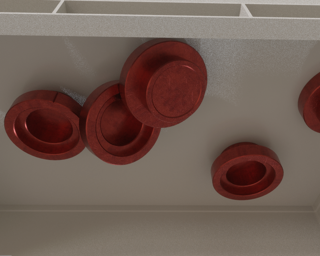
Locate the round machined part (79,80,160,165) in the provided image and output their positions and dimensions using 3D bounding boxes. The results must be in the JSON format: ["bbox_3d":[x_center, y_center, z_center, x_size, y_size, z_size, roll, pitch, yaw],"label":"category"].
[{"bbox_3d":[-0.049,-0.009,0.368,0.099,0.042,0.097,-11,109,-34],"label":"round machined part"}]

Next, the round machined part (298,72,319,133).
[{"bbox_3d":[0.226,-0.028,0.378,0.099,0.042,0.097,0,130,0],"label":"round machined part"}]

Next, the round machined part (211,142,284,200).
[{"bbox_3d":[0.123,0.059,0.450,0.099,0.042,0.097,-1,130,0],"label":"round machined part"}]

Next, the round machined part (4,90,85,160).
[{"bbox_3d":[-0.136,-0.008,0.389,0.099,0.042,0.097,-1,130,0],"label":"round machined part"}]

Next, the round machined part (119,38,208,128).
[{"bbox_3d":[0.010,-0.044,0.334,0.099,0.042,0.097,-11,117,-22],"label":"round machined part"}]
